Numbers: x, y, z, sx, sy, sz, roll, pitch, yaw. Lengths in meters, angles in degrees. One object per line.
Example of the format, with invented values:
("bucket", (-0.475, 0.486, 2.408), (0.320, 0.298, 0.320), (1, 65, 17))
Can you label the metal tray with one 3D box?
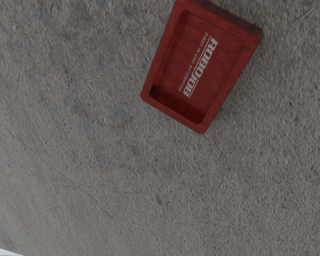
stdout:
("metal tray", (0.040, -0.066, 0.342), (0.090, 0.030, 0.129), (31, 129, 8))
